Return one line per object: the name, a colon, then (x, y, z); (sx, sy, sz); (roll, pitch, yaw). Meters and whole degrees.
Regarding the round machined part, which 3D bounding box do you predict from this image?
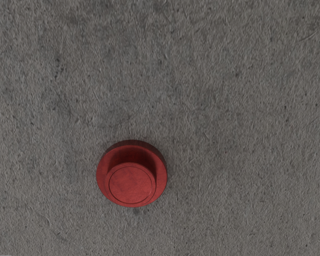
round machined part: (-0.039, 0.069, 0.426); (0.099, 0.042, 0.097); (0, 110, 0)
